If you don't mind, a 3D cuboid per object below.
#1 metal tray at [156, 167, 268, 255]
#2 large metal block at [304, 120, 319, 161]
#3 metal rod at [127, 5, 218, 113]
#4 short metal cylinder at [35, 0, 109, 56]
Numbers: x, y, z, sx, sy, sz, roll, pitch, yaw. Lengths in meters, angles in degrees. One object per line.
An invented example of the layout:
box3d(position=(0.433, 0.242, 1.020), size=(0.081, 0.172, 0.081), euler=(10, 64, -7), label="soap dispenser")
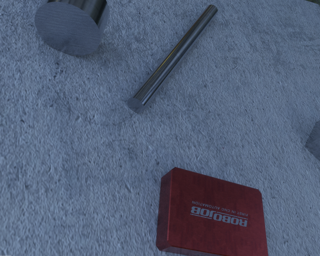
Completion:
box3d(position=(0.064, 0.107, 0.370), size=(0.131, 0.030, 0.090), euler=(17, 55, -18), label="metal tray")
box3d(position=(0.311, 0.027, 0.538), size=(0.080, 0.050, 0.080), euler=(45, 51, 3), label="large metal block")
box3d(position=(0.034, -0.127, 0.498), size=(0.025, 0.025, 0.301), euler=(37, 51, -4), label="metal rod")
box3d(position=(-0.110, -0.140, 0.394), size=(0.080, 0.080, 0.050), euler=(20, 54, -17), label="short metal cylinder")
